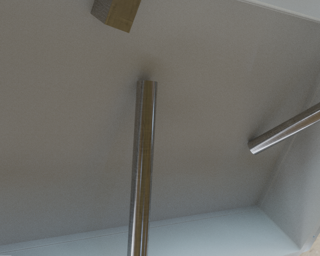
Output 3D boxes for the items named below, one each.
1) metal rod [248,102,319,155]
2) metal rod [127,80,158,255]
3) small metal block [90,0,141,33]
[{"bbox_3d":[0.258,-0.039,0.441,0.025,0.025,0.299,26,132,-38],"label":"metal rod"},{"bbox_3d":[-0.024,0.093,0.372,0.025,0.025,0.298,3,91,-30],"label":"metal rod"},{"bbox_3d":[-0.040,-0.124,0.295,0.025,0.050,0.050,11,113,-33],"label":"small metal block"}]
